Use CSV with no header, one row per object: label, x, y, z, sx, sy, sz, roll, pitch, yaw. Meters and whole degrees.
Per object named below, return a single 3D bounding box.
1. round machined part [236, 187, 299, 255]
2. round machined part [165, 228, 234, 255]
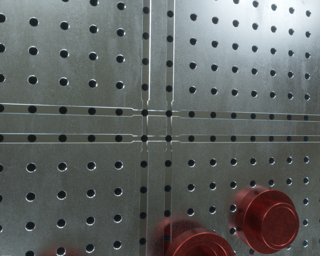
round machined part,0.167,0.142,0.465,0.099,0.042,0.097,0,90,-20
round machined part,0.049,0.185,0.422,0.099,0.042,0.097,0,90,-20
